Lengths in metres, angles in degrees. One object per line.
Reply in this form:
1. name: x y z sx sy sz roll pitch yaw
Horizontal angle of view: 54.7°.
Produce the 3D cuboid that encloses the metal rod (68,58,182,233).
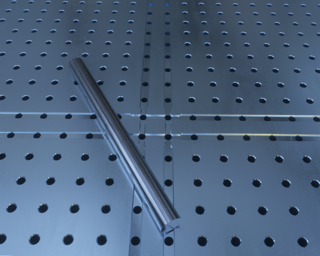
1. metal rod: -0.060 0.001 0.406 0.025 0.025 0.300 -23 54 -18
